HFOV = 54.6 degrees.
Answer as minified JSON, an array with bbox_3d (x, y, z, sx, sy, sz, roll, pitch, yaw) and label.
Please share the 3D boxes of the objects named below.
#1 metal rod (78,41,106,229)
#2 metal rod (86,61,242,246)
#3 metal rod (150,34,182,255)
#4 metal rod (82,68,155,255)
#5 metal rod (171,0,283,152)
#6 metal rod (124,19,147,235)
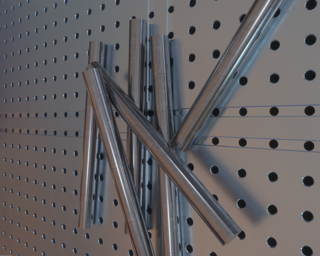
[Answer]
[{"bbox_3d":[-0.111,0.013,0.502,0.025,0.025,0.298,8,95,40],"label":"metal rod"},{"bbox_3d":[-0.012,0.012,0.386,0.300,0.025,0.025,49,119,29],"label":"metal rod"},{"bbox_3d":[0.008,0.029,0.403,0.025,0.025,0.298,-6,86,40],"label":"metal rod"},{"bbox_3d":[-0.049,0.068,0.413,0.025,0.025,0.299,-14,93,39],"label":"metal rod"},{"bbox_3d":[0.093,-0.098,0.333,0.025,0.025,0.298,44,116,31],"label":"metal rod"},{"bbox_3d":[-0.034,-0.001,0.438,0.025,0.025,0.298,3,92,40],"label":"metal rod"}]
